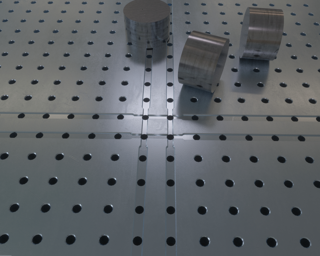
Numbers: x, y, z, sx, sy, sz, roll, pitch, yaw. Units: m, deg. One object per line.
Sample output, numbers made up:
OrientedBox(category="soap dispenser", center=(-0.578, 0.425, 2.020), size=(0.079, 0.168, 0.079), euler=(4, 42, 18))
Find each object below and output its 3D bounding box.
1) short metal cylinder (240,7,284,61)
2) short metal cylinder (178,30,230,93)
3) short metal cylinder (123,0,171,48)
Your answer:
OrientedBox(category="short metal cylinder", center=(0.161, -0.151, 0.500), size=(0.050, 0.080, 0.080), euler=(6, 50, 5))
OrientedBox(category="short metal cylinder", center=(0.065, -0.097, 0.454), size=(0.050, 0.080, 0.080), euler=(19, 53, 15))
OrientedBox(category="short metal cylinder", center=(-0.022, -0.186, 0.547), size=(0.081, 0.050, 0.080), euler=(0, 50, 0))
